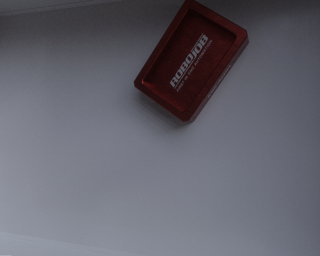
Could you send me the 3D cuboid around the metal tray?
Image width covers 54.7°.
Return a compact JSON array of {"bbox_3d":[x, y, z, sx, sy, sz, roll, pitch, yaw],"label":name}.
[{"bbox_3d":[0.038,-0.083,0.393,0.090,0.030,0.129,37,101,16],"label":"metal tray"}]
